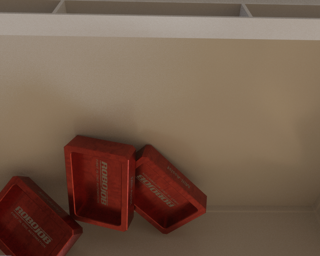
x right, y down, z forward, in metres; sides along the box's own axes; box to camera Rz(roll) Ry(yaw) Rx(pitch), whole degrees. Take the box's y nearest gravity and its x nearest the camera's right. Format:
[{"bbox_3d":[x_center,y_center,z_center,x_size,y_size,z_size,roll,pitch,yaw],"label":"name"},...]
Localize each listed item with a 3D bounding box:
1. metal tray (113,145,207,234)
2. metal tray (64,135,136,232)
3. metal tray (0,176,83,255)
[{"bbox_3d":[-0.004,0.096,0.466,0.130,0.030,0.090,44,118,-15],"label":"metal tray"},{"bbox_3d":[-0.083,0.080,0.437,0.090,0.030,0.129,10,117,11],"label":"metal tray"},{"bbox_3d":[-0.189,0.143,0.449,0.090,0.130,0.030,-53,163,-3],"label":"metal tray"}]
